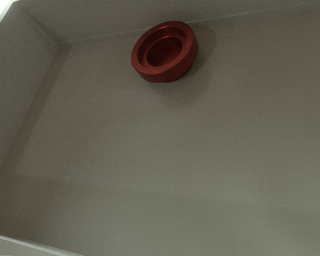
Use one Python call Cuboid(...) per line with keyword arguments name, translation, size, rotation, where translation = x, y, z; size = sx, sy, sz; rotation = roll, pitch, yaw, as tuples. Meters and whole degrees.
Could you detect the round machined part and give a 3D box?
Cuboid(name="round machined part", translation=(0.010, -0.106, 0.455), size=(0.098, 0.042, 0.098), rotation=(-13, 56, 21))
